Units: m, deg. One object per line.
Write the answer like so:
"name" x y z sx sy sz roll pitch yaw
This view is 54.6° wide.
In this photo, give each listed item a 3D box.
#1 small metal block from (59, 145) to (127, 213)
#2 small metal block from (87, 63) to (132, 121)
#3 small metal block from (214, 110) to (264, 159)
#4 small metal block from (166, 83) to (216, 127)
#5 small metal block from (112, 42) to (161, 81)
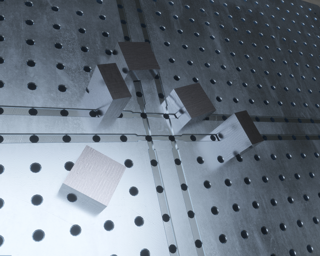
"small metal block" -0.072 0.055 0.336 0.050 0.025 0.050 31 52 -9
"small metal block" -0.064 -0.044 0.384 0.025 0.050 0.050 -15 69 -34
"small metal block" 0.112 0.010 0.446 0.025 0.050 0.050 -13 69 -33
"small metal block" 0.046 -0.035 0.453 0.050 0.025 0.050 -19 72 -35
"small metal block" -0.034 -0.097 0.448 0.050 0.025 0.050 -10 67 -32
